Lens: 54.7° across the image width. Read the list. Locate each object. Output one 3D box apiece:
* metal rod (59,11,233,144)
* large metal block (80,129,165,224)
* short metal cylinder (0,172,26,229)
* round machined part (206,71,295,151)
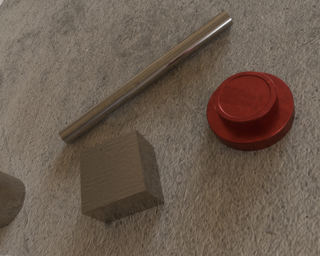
[{"bbox_3d":[-0.023,-0.072,0.460,0.300,0.025,0.025,-36,51,4],"label":"metal rod"},{"bbox_3d":[-0.048,0.060,0.376,0.080,0.050,0.080,-23,53,14],"label":"large metal block"},{"bbox_3d":[-0.248,0.103,0.455,0.080,0.050,0.080,-13,56,21],"label":"short metal cylinder"},{"bbox_3d":[0.100,-0.026,0.356,0.098,0.042,0.098,-13,56,21],"label":"round machined part"}]
